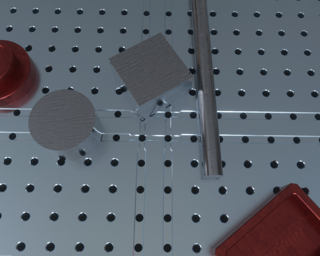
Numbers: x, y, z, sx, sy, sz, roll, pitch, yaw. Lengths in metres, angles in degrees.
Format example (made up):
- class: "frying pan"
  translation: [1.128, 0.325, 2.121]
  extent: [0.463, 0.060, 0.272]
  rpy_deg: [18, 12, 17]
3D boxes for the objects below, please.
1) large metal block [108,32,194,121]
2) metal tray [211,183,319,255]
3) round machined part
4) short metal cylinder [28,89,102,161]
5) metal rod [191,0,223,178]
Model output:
- class: "large metal block"
  translation: [-0.012, -0.070, 0.424]
  extent: [0.080, 0.050, 0.080]
  rpy_deg: [-30, 73, -11]
- class: "metal tray"
  translation: [0.137, 0.138, 0.360]
  extent: [0.131, 0.030, 0.090]
  rpy_deg: [-36, 74, -13]
- class: "round machined part"
  translation: [-0.230, -0.082, 0.430]
  extent: [0.099, 0.042, 0.098]
  rpy_deg: [0, 70, -1]
- class: "short metal cylinder"
  translation: [-0.119, -0.003, 0.398]
  extent: [0.081, 0.050, 0.080]
  rpy_deg: [0, 70, 0]
- class: "metal rod"
  translation: [0.064, -0.079, 0.441]
  extent: [0.025, 0.025, 0.299]
  rpy_deg: [-1, 70, -1]
